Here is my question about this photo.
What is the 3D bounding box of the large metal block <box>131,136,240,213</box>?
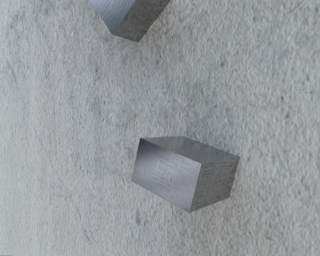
[{"bbox_3d":[0.029,0.045,0.344,0.080,0.081,0.050,20,103,38],"label":"large metal block"}]

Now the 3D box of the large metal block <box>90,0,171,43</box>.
[{"bbox_3d":[-0.042,-0.178,0.421,0.080,0.050,0.080,-46,63,30],"label":"large metal block"}]
